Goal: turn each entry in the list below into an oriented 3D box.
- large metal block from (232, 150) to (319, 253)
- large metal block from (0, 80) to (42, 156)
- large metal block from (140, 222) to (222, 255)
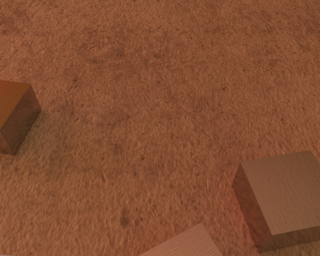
[{"bbox_3d":[0.132,0.076,0.325,0.081,0.050,0.080,-8,51,-7],"label":"large metal block"},{"bbox_3d":[-0.214,-0.017,0.398,0.080,0.050,0.080,8,50,6],"label":"large metal block"},{"bbox_3d":[0.021,0.143,0.267,0.081,0.050,0.080,-22,54,-18],"label":"large metal block"}]
